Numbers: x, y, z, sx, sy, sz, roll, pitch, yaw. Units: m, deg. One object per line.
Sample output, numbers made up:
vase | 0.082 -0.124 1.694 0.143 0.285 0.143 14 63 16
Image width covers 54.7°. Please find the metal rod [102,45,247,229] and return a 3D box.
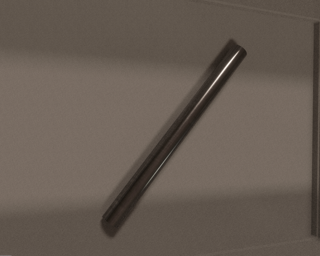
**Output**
metal rod | 0.027 0.003 0.421 0.025 0.025 0.300 41 77 -16
